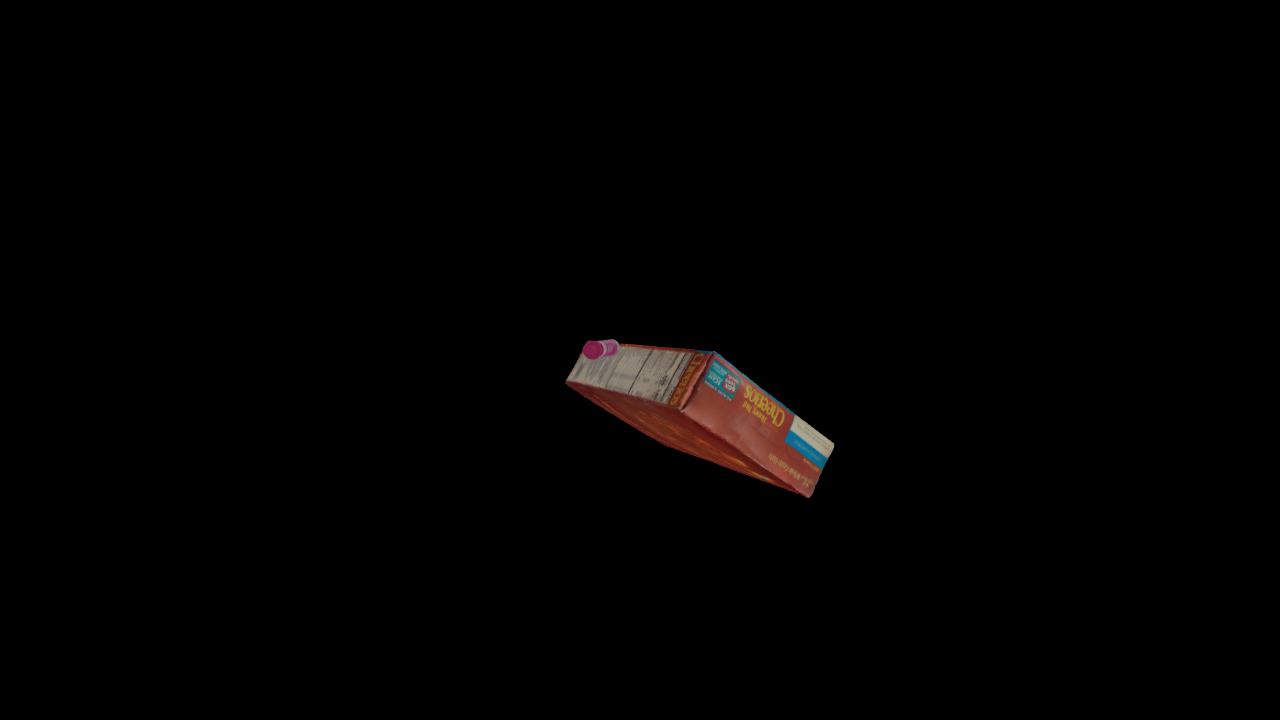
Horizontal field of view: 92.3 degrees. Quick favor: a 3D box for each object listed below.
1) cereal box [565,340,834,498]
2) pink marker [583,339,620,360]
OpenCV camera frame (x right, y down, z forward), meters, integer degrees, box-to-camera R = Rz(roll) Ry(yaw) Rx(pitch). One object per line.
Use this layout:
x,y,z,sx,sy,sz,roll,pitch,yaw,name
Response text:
0.058,0.061,0.759,0.203,0.081,0.306,34,-13,-26,cereal box
-0.040,-0.012,0.655,0.020,0.020,0.121,0,3,7,pink marker
